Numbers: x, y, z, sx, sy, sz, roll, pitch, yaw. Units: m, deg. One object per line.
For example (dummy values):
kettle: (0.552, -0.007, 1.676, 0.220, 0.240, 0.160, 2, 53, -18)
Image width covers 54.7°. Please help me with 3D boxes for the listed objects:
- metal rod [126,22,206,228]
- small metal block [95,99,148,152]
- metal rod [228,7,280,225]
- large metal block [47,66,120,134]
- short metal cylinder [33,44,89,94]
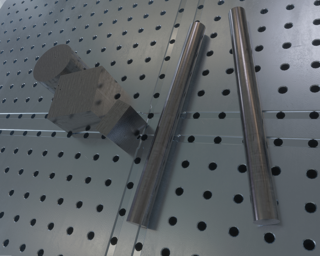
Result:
metal rod: (0.015, -0.021, 0.412, 0.025, 0.025, 0.300, 4, 63, 30)
small metal block: (-0.051, -0.002, 0.421, 0.025, 0.050, 0.050, 29, 78, 37)
metal rod: (0.107, -0.038, 0.375, 0.025, 0.025, 0.299, -12, 57, 22)
large metal block: (-0.116, -0.042, 0.479, 0.080, 0.050, 0.080, -8, 58, 24)
short metal cylinder: (-0.172, -0.099, 0.544, 0.080, 0.050, 0.080, -13, 56, 21)
